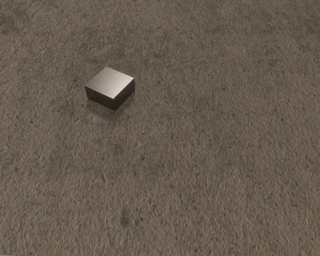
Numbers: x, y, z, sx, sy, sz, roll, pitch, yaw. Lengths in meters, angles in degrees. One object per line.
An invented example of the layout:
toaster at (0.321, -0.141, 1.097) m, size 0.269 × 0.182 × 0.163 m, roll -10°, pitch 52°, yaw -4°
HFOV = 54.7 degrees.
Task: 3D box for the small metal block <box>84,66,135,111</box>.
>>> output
small metal block at (-0.072, -0.058, 0.451) m, size 0.050 × 0.025 × 0.050 m, roll 25°, pitch 54°, yaw 19°
